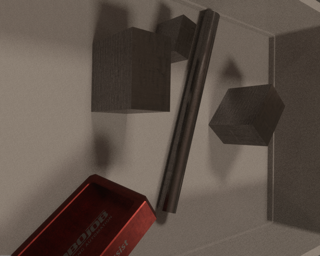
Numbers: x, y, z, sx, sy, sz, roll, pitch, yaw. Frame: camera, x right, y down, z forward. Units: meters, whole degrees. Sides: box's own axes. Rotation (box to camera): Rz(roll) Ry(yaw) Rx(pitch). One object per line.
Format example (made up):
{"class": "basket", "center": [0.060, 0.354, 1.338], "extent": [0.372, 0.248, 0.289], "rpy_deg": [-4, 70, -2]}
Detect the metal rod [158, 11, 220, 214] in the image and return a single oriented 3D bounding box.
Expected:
{"class": "metal rod", "center": [0.044, -0.030, 0.445], "extent": [0.025, 0.025, 0.299], "rpy_deg": [23, 76, -38]}

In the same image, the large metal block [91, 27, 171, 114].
{"class": "large metal block", "center": [-0.034, -0.058, 0.344], "extent": [0.050, 0.080, 0.079], "rpy_deg": [2, 89, -40]}

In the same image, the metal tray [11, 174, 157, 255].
{"class": "metal tray", "center": [-0.077, 0.110, 0.298], "extent": [0.131, 0.090, 0.030], "rpy_deg": [-47, 131, -30]}

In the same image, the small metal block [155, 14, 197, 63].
{"class": "small metal block", "center": [0.016, -0.114, 0.406], "extent": [0.025, 0.050, 0.050], "rpy_deg": [23, 75, -38]}

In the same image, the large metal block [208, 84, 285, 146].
{"class": "large metal block", "center": [0.137, -0.020, 0.488], "extent": [0.050, 0.080, 0.080], "rpy_deg": [47, 62, -30]}
